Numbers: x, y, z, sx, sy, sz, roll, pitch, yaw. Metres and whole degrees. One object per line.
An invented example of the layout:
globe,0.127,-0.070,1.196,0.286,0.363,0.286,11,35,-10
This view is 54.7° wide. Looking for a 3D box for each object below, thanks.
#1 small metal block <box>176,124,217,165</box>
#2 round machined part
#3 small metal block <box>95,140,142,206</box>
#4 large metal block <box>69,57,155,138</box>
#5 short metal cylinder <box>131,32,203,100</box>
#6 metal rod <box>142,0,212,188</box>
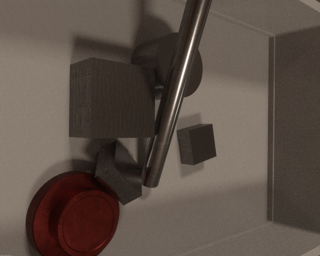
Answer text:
small metal block,0.054,0.023,0.455,0.050,0.025,0.050,-15,100,-39
round machined part,-0.084,0.096,0.327,0.099,0.042,0.097,0,90,-40
small metal block,-0.046,0.050,0.352,0.050,0.025,0.050,52,15,-28
large metal block,-0.053,-0.029,0.348,0.081,0.050,0.079,1,90,-40
short metal cylinder,0.009,-0.077,0.400,0.081,0.050,0.079,0,90,-40
metal rod,0.022,-0.064,0.345,0.025,0.025,0.298,-4,118,-40
